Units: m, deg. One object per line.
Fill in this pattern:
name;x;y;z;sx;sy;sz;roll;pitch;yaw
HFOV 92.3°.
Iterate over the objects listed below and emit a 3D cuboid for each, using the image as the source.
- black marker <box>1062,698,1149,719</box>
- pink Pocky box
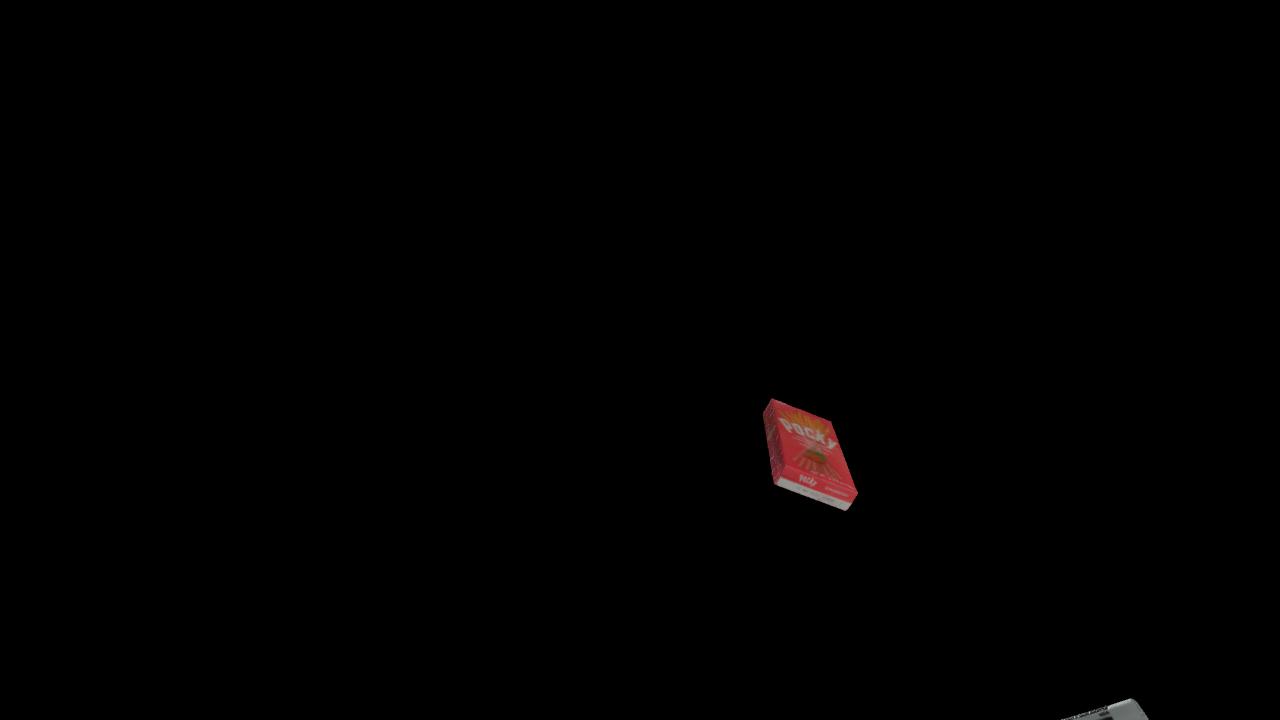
black marker;0.268;0.252;0.406;0.121;0.020;0.020;-39;-19;26
pink Pocky box;0.188;0.102;0.700;0.084;0.029;0.155;22;24;-3
